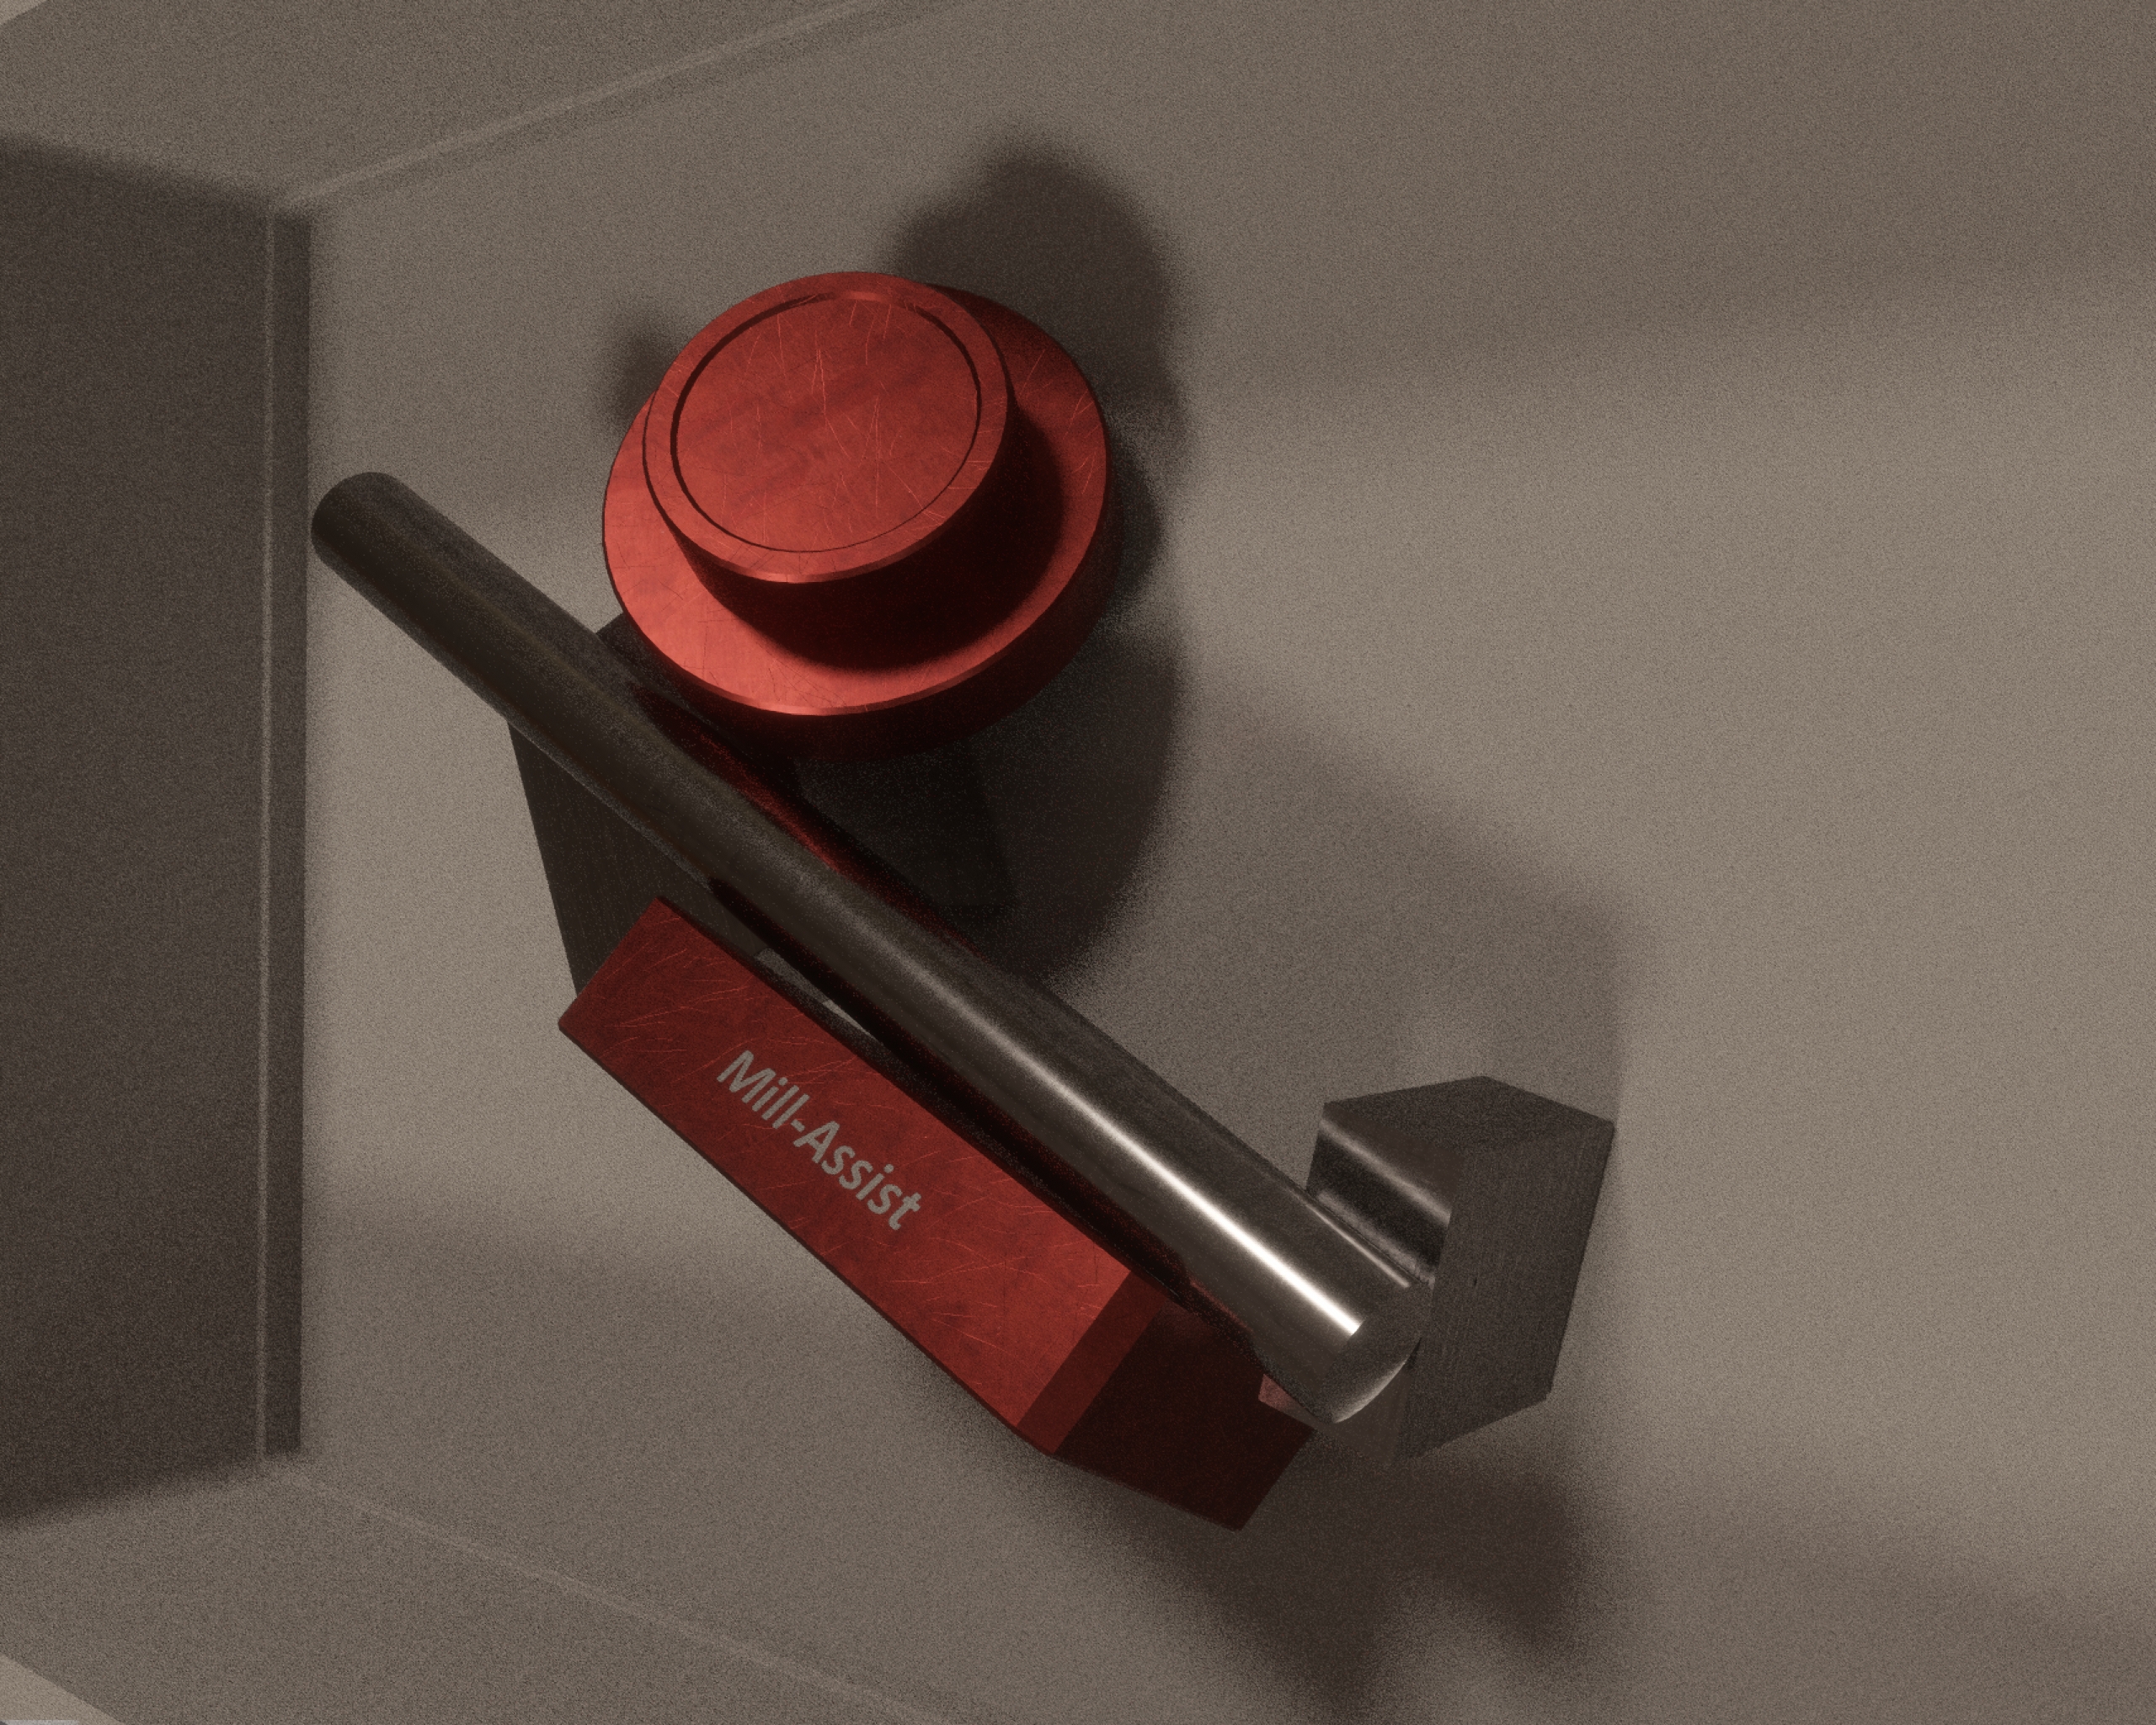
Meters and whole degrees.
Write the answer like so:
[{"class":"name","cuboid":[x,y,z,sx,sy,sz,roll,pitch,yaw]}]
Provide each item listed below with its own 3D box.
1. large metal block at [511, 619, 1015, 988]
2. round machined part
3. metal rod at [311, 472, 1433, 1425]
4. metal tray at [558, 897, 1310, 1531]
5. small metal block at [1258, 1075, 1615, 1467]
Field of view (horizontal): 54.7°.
[{"class":"large metal block","cuboid":[-0.070,-0.013,0.443,0.080,0.050,0.080,-28,73,36]},{"class":"round machined part","cuboid":[-0.043,-0.072,0.393,0.099,0.042,0.098,-3,65,7]},{"class":"metal rod","cuboid":[-0.058,-0.002,0.384,0.300,0.025,0.025,36,112,33]},{"class":"metal tray","cuboid":[-0.024,0.062,0.376,0.130,0.090,0.030,33,83,34]},{"class":"small metal block","cuboid":[0.059,0.064,0.339,0.025,0.050,0.050,19,102,38]}]
